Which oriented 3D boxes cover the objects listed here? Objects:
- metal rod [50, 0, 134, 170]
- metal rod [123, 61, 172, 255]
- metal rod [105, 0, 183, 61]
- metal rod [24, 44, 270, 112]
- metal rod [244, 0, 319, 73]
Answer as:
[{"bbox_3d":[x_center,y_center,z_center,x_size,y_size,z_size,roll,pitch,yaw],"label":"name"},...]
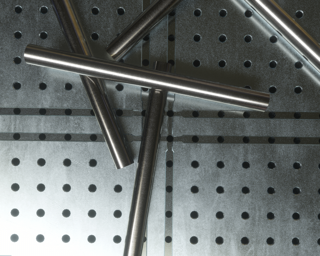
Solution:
[{"bbox_3d":[-0.101,-0.089,0.412,0.025,0.025,0.299,-22,90,0],"label":"metal rod"},{"bbox_3d":[-0.020,0.062,0.413,0.025,0.025,0.298,9,90,0],"label":"metal rod"},{"bbox_3d":[0.046,-0.196,0.393,0.300,0.025,0.025,-42,90,8],"label":"metal rod"},{"bbox_3d":[-0.015,-0.062,0.387,0.301,0.025,0.025,11,90,0],"label":"metal rod"},{"bbox_3d":[0.159,-0.144,0.414,0.300,0.025,0.025,44,90,0],"label":"metal rod"}]
